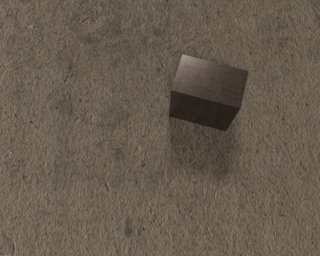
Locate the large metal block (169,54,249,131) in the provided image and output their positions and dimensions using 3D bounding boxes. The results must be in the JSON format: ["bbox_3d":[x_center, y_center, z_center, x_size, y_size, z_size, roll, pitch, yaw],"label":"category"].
[{"bbox_3d":[0.058,-0.042,0.395,0.080,0.080,0.050,15,71,5],"label":"large metal block"}]
